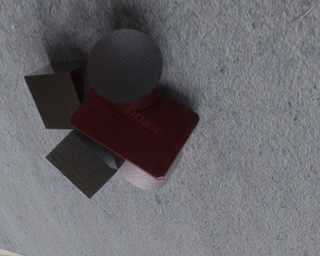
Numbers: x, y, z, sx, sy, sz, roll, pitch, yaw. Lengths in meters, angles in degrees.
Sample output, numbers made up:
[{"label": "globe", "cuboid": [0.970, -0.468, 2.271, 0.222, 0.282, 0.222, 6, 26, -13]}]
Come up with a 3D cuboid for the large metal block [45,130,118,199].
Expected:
[{"label": "large metal block", "cuboid": [-0.104, 0.046, 0.447, 0.080, 0.080, 0.050, 44, 93, -3]}]

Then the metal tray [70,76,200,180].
[{"label": "metal tray", "cuboid": [-0.030, -0.007, 0.379, 0.130, 0.090, 0.030, 31, 168, 8]}]

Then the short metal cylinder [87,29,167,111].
[{"label": "short metal cylinder", "cuboid": [-0.034, -0.062, 0.346, 0.080, 0.050, 0.080, -1, 84, 5]}]

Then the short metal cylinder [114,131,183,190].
[{"label": "short metal cylinder", "cuboid": [-0.015, 0.038, 0.424, 0.080, 0.050, 0.079, 13, 124, 21]}]

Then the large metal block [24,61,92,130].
[{"label": "large metal block", "cuboid": [-0.126, -0.045, 0.428, 0.080, 0.050, 0.080, 1, 119, 27]}]
